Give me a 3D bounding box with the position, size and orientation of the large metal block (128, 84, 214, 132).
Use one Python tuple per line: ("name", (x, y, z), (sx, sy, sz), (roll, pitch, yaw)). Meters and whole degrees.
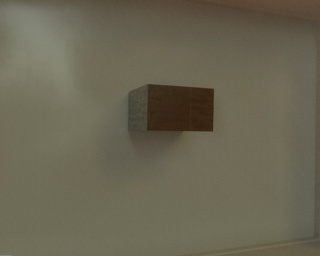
("large metal block", (0.011, -0.022, 0.382), (0.081, 0.080, 0.050), (1, 90, -20))
